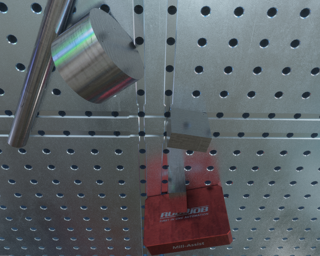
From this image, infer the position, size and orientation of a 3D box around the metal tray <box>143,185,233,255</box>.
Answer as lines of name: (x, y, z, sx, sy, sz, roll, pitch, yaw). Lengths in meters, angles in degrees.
metal tray: (0.042, 0.145, 0.493, 0.131, 0.090, 0.030, -12, 129, 9)

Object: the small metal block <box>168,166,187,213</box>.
small metal block: (0.027, 0.095, 0.477, 0.025, 0.050, 0.050, -4, 130, 3)

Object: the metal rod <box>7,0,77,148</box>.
metal rod: (-0.125, -0.083, 0.338, 0.025, 0.025, 0.298, 22, 127, -18)

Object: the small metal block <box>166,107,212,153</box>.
small metal block: (0.036, 0.002, 0.398, 0.050, 0.050, 0.025, 8, 130, -8)

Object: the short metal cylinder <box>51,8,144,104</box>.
short metal cylinder: (-0.061, -0.071, 0.314, 0.050, 0.080, 0.080, -29, 125, 22)
